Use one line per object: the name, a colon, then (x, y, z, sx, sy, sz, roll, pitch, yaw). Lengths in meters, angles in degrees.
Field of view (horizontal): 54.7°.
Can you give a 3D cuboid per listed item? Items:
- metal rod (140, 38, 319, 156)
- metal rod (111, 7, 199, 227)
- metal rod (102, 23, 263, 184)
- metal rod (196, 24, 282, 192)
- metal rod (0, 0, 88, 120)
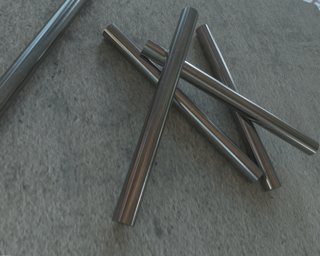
metal rod: (0.108, -0.041, 0.455, 0.301, 0.025, 0.025, 29, 52, -10)
metal rod: (0.002, -0.031, 0.383, 0.025, 0.025, 0.300, 24, 66, -15)
metal rod: (0.031, -0.037, 0.444, 0.300, 0.025, 0.025, 45, 51, 3)
metal rod: (0.119, -0.045, 0.497, 0.025, 0.025, 0.299, -4, 64, -31)
metal rod: (-0.143, -0.118, 0.399, 0.025, 0.025, 0.300, 27, 52, -12)
